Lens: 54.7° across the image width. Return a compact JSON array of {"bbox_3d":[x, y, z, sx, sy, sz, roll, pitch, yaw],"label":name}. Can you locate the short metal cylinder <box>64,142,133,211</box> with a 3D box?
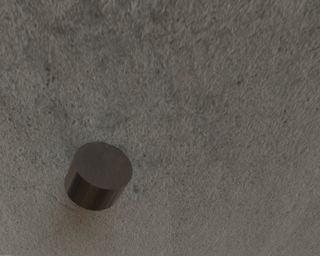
[{"bbox_3d":[-0.084,0.065,0.426,0.081,0.080,0.050,20,127,-16],"label":"short metal cylinder"}]
